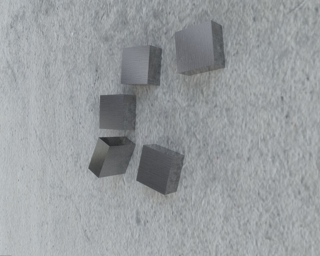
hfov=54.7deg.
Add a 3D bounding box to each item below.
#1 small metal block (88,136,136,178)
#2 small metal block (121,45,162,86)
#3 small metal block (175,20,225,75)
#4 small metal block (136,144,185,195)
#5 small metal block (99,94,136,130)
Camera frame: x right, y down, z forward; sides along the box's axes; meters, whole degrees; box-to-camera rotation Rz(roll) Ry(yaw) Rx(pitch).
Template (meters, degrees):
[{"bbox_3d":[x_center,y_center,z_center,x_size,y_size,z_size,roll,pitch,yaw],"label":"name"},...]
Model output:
[{"bbox_3d":[-0.068,0.040,0.442,0.025,0.050,0.050,33,111,35],"label":"small metal block"},{"bbox_3d":[-0.026,-0.084,0.424,0.050,0.025,0.050,7,94,39],"label":"small metal block"},{"bbox_3d":[0.047,-0.092,0.365,0.050,0.025,0.050,-6,86,39],"label":"small metal block"},{"bbox_3d":[0.000,0.052,0.403,0.050,0.025,0.050,19,102,38],"label":"small metal block"},{"bbox_3d":[-0.062,-0.023,0.454,0.050,0.025,0.050,3,92,39],"label":"small metal block"}]
